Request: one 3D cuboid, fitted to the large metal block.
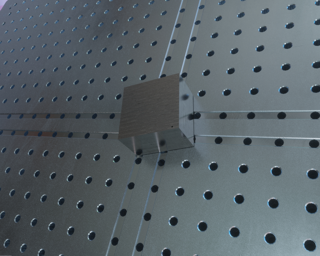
[{"bbox_3d":[-0.003,-0.016,0.403,0.080,0.050,0.080,-11,57,22],"label":"large metal block"}]
